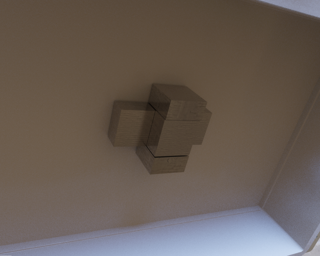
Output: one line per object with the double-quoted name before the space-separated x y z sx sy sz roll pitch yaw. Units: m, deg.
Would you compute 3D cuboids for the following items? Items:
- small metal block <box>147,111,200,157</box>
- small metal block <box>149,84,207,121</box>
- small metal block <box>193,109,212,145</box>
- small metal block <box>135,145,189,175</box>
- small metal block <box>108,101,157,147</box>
"small metal block" 0.016 0.007 0.386 0.050 0.025 0.050 0 118 -29
"small metal block" 0.021 -0.032 0.381 0.050 0.050 0.025 0 118 -29
"small metal block" 0.037 -0.004 0.424 0.050 0.025 0.050 0 118 -29
"small metal block" 0.002 0.035 0.411 0.050 0.050 0.025 0 118 -29
"small metal block" -0.033 -0.005 0.385 0.050 0.025 0.050 1 118 -29
